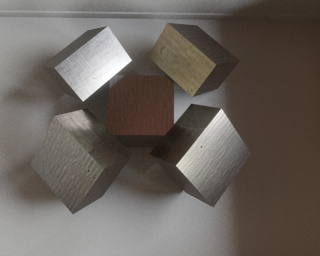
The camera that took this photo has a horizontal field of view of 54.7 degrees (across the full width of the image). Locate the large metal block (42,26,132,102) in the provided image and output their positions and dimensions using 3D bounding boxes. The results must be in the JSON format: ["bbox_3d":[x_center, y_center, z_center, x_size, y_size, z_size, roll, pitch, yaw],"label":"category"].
[{"bbox_3d":[-0.096,-0.084,0.400,0.080,0.080,0.050,-44,119,-15],"label":"large metal block"}]

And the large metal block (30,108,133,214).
[{"bbox_3d":[-0.092,0.037,0.359,0.080,0.050,0.080,44,120,14],"label":"large metal block"}]

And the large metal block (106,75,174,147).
[{"bbox_3d":[-0.023,-0.021,0.401,0.080,0.050,0.080,1,70,0],"label":"large metal block"}]

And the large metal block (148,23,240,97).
[{"bbox_3d":[0.046,-0.091,0.406,0.080,0.050,0.081,45,33,15],"label":"large metal block"}]

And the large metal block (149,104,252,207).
[{"bbox_3d":[0.049,0.030,0.361,0.080,0.050,0.080,-50,122,-16],"label":"large metal block"}]
